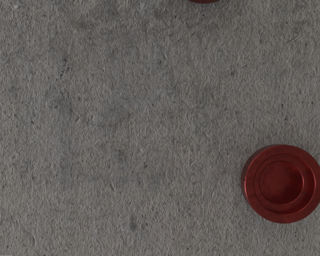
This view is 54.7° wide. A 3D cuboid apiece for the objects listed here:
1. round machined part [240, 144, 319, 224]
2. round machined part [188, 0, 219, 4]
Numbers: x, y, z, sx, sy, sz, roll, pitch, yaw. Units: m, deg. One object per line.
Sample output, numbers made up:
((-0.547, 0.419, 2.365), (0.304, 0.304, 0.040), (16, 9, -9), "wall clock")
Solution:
((0.153, 0.069, 0.402), (0.099, 0.042, 0.097), (0, 90, 0), "round machined part")
((0.057, -0.210, 0.402), (0.099, 0.042, 0.097), (0, 90, 0), "round machined part")
